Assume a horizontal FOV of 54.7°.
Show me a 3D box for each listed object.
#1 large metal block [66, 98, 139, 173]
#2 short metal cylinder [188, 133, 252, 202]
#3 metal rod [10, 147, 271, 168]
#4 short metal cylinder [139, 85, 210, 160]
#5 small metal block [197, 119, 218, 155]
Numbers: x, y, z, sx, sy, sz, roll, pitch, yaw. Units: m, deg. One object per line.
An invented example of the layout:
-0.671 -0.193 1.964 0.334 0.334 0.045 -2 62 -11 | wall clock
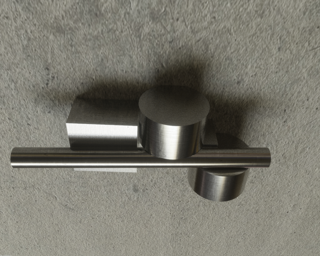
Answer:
-0.068 0.010 0.396 0.081 0.050 0.079 2 130 -3 | large metal block
0.079 0.051 0.417 0.081 0.080 0.050 0 130 -1 | short metal cylinder
-0.020 0.036 0.372 0.302 0.025 0.025 0 130 -2 | metal rod
0.015 -0.009 0.366 0.081 0.080 0.050 2 130 -2 | short metal cylinder
0.045 0.013 0.402 0.050 0.050 0.025 1 130 -1 | small metal block
